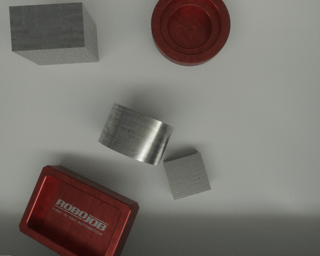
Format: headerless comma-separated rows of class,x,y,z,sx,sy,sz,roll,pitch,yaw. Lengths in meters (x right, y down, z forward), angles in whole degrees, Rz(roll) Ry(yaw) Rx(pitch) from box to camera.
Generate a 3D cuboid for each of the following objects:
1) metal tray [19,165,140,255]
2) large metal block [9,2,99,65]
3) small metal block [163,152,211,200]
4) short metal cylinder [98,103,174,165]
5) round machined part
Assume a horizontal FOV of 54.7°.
metal tray,-0.102,0.111,0.386,0.130,0.030,0.090,21,88,18
large metal block,-0.125,-0.112,0.382,0.081,0.080,0.050,-4,90,-1
small metal block,0.035,0.062,0.412,0.050,0.025,0.050,-16,90,-1
short metal cylinder,-0.029,0.007,0.384,0.080,0.080,0.050,23,90,-1
round machined part,0.038,-0.129,0.403,0.099,0.042,0.097,0,90,-1
